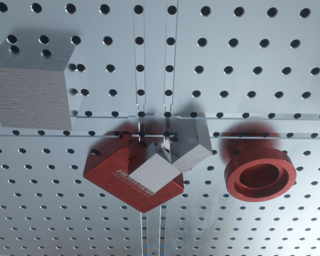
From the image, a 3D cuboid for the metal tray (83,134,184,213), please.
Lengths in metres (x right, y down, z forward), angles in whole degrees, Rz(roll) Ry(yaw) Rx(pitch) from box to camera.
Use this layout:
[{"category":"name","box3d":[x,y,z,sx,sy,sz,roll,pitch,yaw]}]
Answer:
[{"category":"metal tray","box3d":[-0.037,0.073,0.471,0.090,0.030,0.130,-35,123,25]}]

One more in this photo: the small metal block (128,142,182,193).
[{"category":"small metal block","box3d":[-0.008,0.054,0.420,0.050,0.025,0.050,-41,120,16]}]

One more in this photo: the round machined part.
[{"category":"round machined part","box3d":[0.144,0.063,0.457,0.099,0.042,0.097,-1,130,0]}]

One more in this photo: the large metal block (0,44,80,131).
[{"category":"large metal block","box3d":[-0.140,-0.045,0.355,0.081,0.050,0.079,3,130,-3]}]

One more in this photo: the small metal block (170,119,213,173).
[{"category":"small metal block","box3d":[0.041,0.024,0.416,0.025,0.050,0.050,35,121,-26]}]
